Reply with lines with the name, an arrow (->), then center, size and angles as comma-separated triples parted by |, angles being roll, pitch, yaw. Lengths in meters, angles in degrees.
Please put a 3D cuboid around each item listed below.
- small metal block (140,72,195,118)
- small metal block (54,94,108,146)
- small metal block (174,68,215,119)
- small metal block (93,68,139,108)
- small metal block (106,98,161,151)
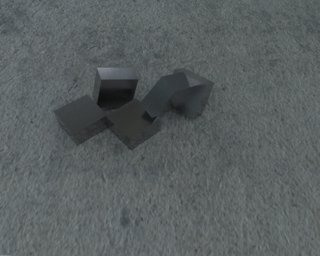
small metal block -> 0.010, -0.043, 0.398 | 0.025, 0.050, 0.050 | 51, 35, 11
small metal block -> -0.103, -0.011, 0.412 | 0.050, 0.025, 0.050 | -32, 58, -24
small metal block -> 0.039, -0.048, 0.424 | 0.050, 0.050, 0.025 | 31, 29, 23
small metal block -> -0.062, -0.055, 0.425 | 0.050, 0.050, 0.025 | -5, 48, -25
small metal block -> -0.034, -0.006, 0.408 | 0.050, 0.025, 0.050 | -35, 59, -26
